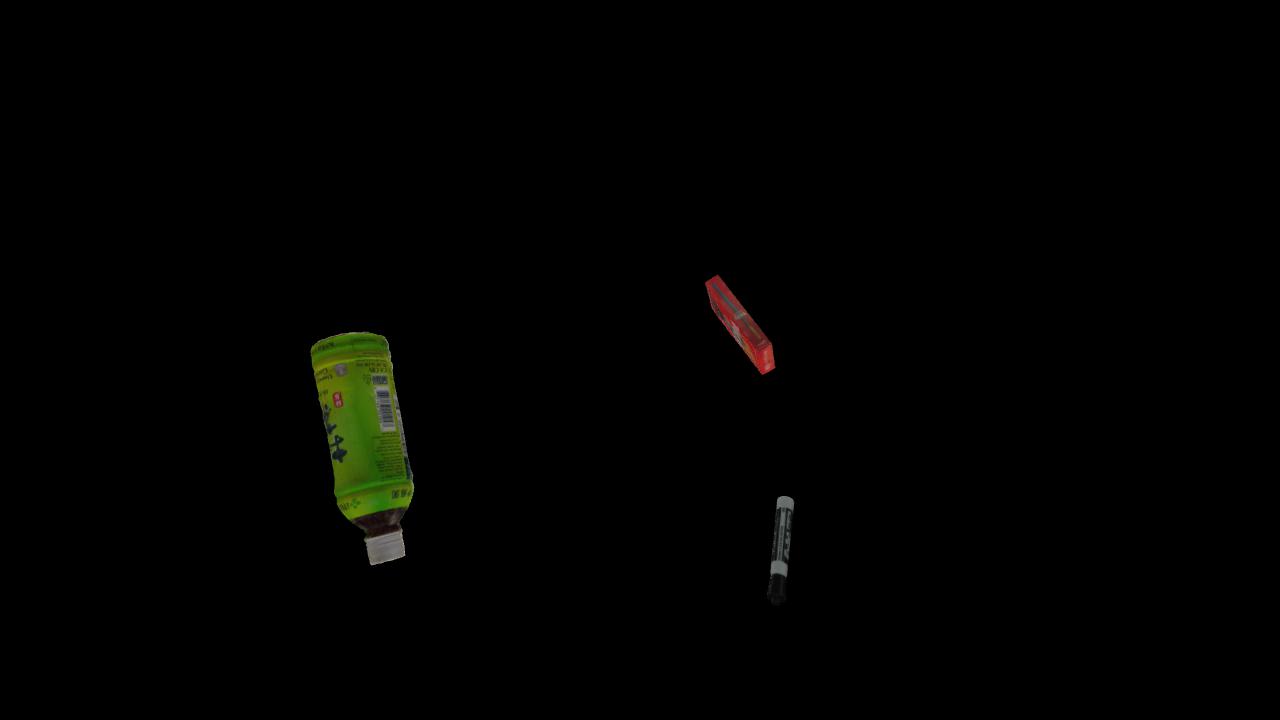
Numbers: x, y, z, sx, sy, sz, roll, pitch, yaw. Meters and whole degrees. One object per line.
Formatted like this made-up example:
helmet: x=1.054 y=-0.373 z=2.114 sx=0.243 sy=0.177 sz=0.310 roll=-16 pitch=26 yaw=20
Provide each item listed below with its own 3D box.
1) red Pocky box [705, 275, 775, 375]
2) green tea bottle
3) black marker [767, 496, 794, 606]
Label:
red Pocky box: x=0.155 y=-0.055 z=0.957 sx=0.028 sy=0.155 sz=0.083 roll=-31 pitch=-31 yaw=-2
green tea bottle: x=-0.254 y=0.082 z=0.576 sx=0.073 sy=0.212 sz=0.073 roll=-16 pitch=-12 yaw=-3
black marker: x=0.148 y=0.198 z=0.646 sx=0.020 sy=0.020 sz=0.121 roll=0 pitch=43 yaw=19
